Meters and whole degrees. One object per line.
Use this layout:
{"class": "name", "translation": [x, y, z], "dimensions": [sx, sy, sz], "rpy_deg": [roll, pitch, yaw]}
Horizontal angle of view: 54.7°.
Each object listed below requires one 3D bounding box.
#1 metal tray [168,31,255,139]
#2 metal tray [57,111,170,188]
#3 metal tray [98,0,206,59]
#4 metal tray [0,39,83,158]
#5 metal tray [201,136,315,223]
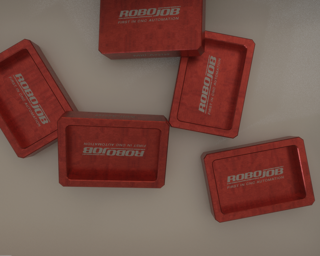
{"class": "metal tray", "translation": [0.066, -0.057, 0.409], "dimensions": [0.091, 0.030, 0.129], "rpy_deg": [11, 90, -1]}
{"class": "metal tray", "translation": [-0.057, 0.028, 0.388], "dimensions": [0.131, 0.030, 0.089], "rpy_deg": [2, 108, -7]}
{"class": "metal tray", "translation": [-0.010, -0.136, 0.390], "dimensions": [0.131, 0.030, 0.089], "rpy_deg": [1, 87, 15]}
{"class": "metal tray", "translation": [-0.172, -0.037, 0.406], "dimensions": [0.090, 0.030, 0.130], "rpy_deg": [-31, 90, -1]}
{"class": "metal tray", "translation": [0.127, 0.066, 0.410], "dimensions": [0.131, 0.030, 0.089], "rpy_deg": [-11, 90, -1]}
